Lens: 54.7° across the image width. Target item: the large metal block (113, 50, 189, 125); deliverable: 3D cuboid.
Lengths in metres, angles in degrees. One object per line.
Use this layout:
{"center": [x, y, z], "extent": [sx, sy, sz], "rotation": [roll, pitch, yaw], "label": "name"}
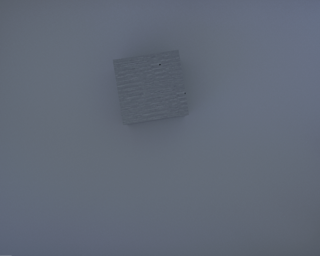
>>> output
{"center": [-0.011, -0.049, 0.399], "extent": [0.081, 0.050, 0.080], "rotation": [-9, 90, -1], "label": "large metal block"}
